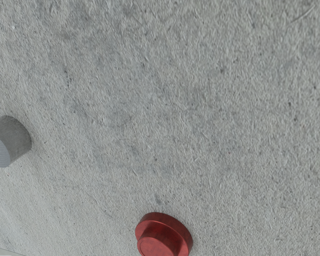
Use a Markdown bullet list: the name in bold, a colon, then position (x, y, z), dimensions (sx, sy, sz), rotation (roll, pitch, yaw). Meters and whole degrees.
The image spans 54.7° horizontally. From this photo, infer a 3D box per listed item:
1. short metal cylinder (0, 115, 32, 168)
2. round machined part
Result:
- **short metal cylinder**: position (-0.279, 0.024, 0.552), dimensions (0.080, 0.050, 0.079), rotation (13, 124, 21)
- **round machined part**: position (0.001, 0.191, 0.513), dimensions (0.098, 0.042, 0.097), rotation (13, 124, 21)
